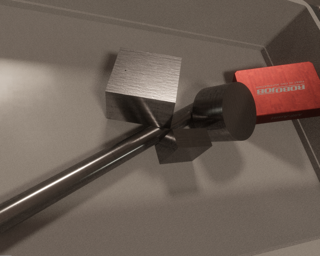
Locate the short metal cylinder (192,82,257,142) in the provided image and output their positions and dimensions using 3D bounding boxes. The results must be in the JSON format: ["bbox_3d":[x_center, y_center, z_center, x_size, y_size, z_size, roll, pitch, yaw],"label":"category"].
[{"bbox_3d":[0.091,-0.021,0.434,0.081,0.050,0.080,5,83,-42],"label":"short metal cylinder"}]

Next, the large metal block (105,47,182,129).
[{"bbox_3d":[-0.019,-0.051,0.394,0.080,0.050,0.080,9,52,0],"label":"large metal block"}]

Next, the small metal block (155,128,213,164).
[{"bbox_3d":[0.029,0.023,0.393,0.050,0.050,0.025,-2,63,-30],"label":"small metal block"}]

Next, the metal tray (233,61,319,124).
[{"bbox_3d":[0.193,-0.057,0.506,0.131,0.030,0.090,-7,62,1],"label":"metal tray"}]

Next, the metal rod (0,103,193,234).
[{"bbox_3d":[-0.042,0.026,0.367,0.302,0.025,0.025,-29,78,-38],"label":"metal rod"}]
